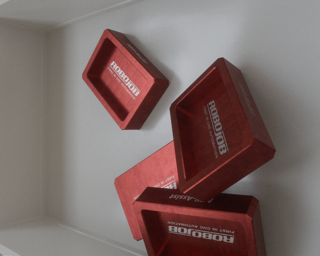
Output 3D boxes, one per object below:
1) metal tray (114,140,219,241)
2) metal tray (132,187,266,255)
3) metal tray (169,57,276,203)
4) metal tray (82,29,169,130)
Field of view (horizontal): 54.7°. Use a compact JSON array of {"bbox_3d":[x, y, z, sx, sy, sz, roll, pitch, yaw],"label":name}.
[{"bbox_3d":[0.003,0.082,0.402,0.130,0.030,0.090,-36,68,34],"label":"metal tray"},{"bbox_3d":[0.041,0.113,0.333,0.130,0.030,0.089,-1,113,30],"label":"metal tray"},{"bbox_3d":[0.054,-0.002,0.318,0.090,0.030,0.130,-43,33,31],"label":"metal tray"},{"bbox_3d":[-0.055,-0.070,0.449,0.130,0.030,0.089,50,119,28],"label":"metal tray"}]
